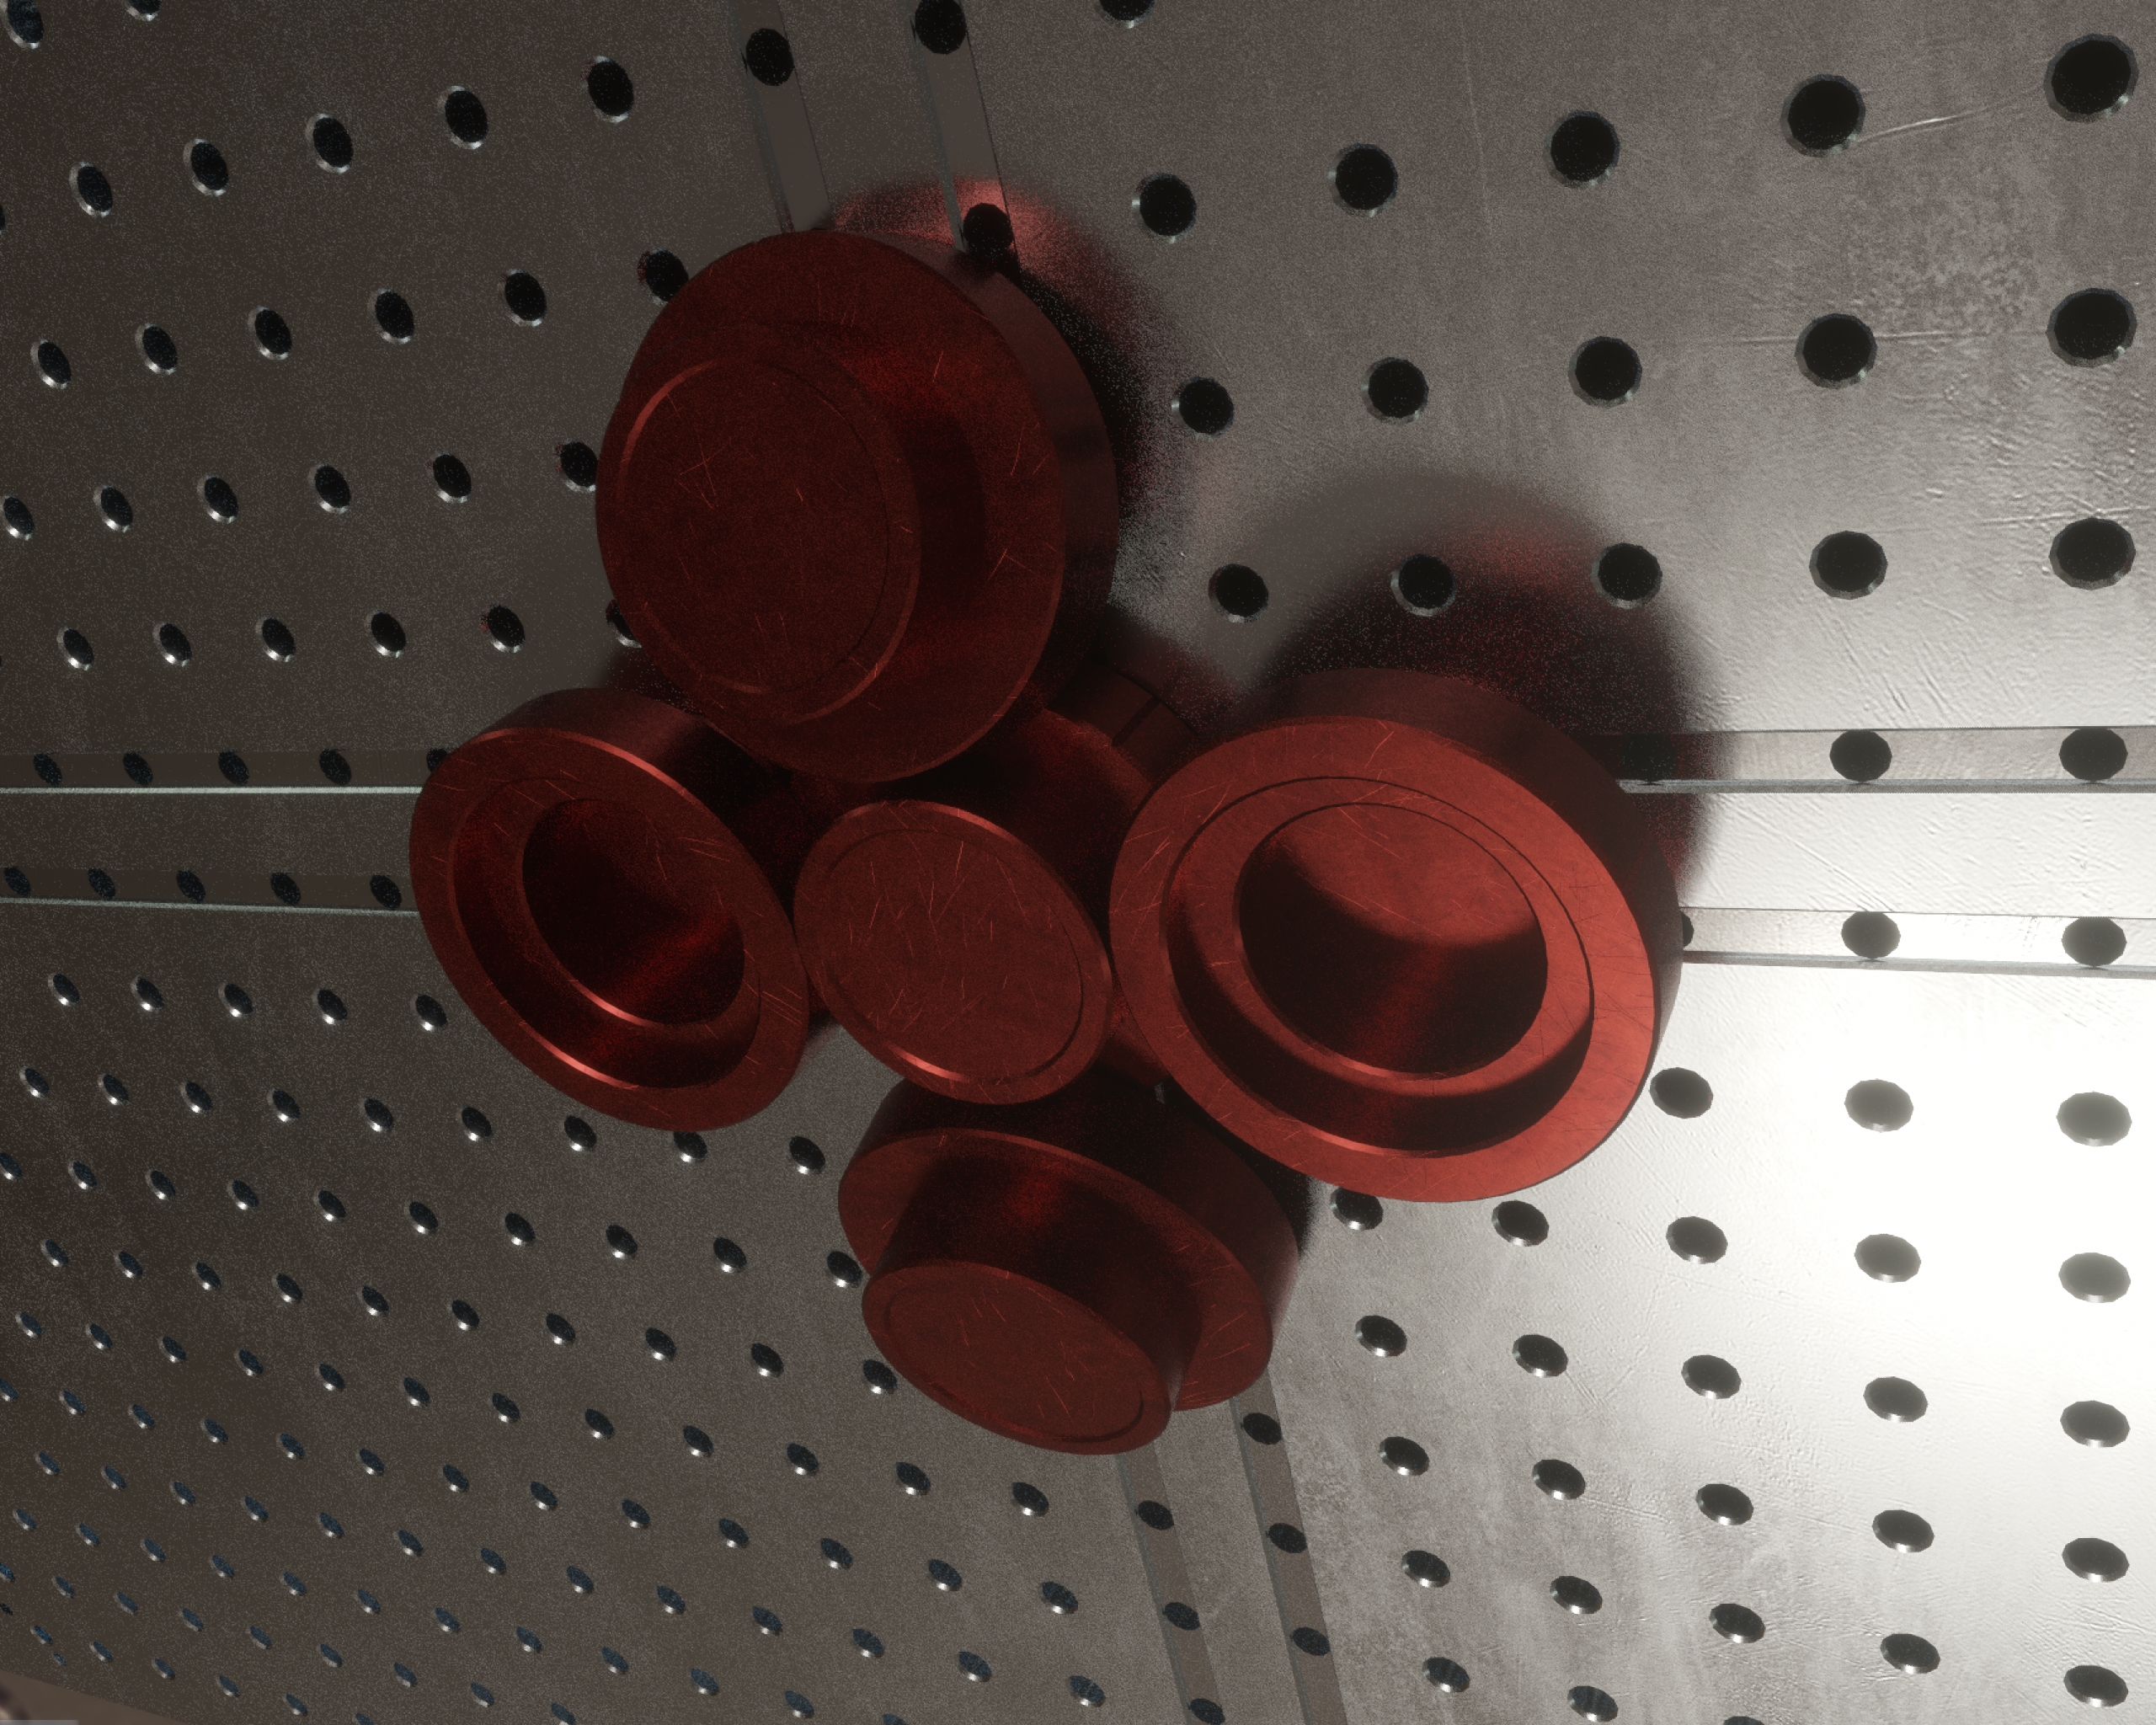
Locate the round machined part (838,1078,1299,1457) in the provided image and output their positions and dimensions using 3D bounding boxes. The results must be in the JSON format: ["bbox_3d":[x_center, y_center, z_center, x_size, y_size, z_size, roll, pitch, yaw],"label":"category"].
[{"bbox_3d":[-0.006,0.089,0.442,0.098,0.042,0.097,15,139,14],"label":"round machined part"}]

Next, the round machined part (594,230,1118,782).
[{"bbox_3d":[-0.046,-0.062,0.370,0.098,0.042,0.097,8,108,27],"label":"round machined part"}]

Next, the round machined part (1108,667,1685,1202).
[{"bbox_3d":[0.059,0.009,0.374,0.098,0.042,0.097,13,124,20],"label":"round machined part"}]

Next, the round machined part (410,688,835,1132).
[{"bbox_3d":[-0.090,0.006,0.449,0.098,0.042,0.097,13,124,20],"label":"round machined part"}]

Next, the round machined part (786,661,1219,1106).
[{"bbox_3d":[-0.016,0.009,0.411,0.098,0.042,0.097,13,124,20],"label":"round machined part"}]
